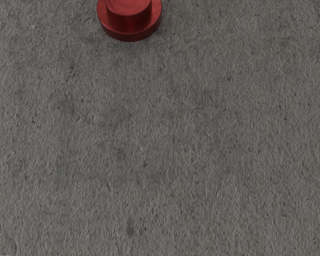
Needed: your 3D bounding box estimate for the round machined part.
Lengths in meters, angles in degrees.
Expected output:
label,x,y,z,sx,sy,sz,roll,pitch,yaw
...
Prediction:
label,x,y,z,sx,sy,sz,roll,pitch,yaw
round machined part,-0.046,-0.183,0.465,0.099,0.042,0.098,0,70,0
